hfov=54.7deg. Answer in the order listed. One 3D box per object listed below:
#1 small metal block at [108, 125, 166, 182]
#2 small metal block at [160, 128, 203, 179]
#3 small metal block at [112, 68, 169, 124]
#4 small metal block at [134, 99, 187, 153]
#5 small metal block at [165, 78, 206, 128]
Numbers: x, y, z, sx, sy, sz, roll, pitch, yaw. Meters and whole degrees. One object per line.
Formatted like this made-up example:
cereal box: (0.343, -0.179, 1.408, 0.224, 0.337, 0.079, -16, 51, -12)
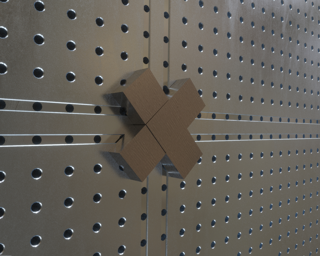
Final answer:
small metal block: (-0.027, 0.031, 0.388, 0.050, 0.025, 0.050, -49, 119, -29)
small metal block: (0.027, 0.035, 0.434, 0.050, 0.025, 0.050, -49, 119, -29)
small metal block: (-0.024, -0.040, 0.391, 0.050, 0.025, 0.050, -49, 119, -29)
small metal block: (0.002, -0.002, 0.412, 0.050, 0.025, 0.050, -49, 119, -29)
small metal block: (0.031, -0.035, 0.437, 0.050, 0.025, 0.050, -49, 119, -29)
